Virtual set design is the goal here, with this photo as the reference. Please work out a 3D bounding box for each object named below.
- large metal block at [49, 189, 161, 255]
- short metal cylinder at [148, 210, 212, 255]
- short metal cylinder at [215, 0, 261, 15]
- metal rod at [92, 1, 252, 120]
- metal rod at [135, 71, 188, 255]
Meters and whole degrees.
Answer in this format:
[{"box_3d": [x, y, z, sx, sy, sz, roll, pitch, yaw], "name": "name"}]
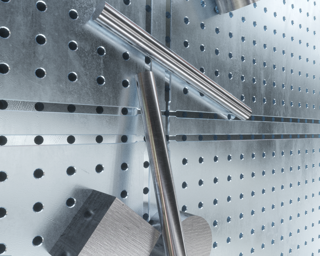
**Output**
[{"box_3d": [-0.058, 0.128, 0.344, 0.080, 0.050, 0.080, 48, 62, -29], "name": "large metal block"}, {"box_3d": [0.024, 0.152, 0.413, 0.081, 0.050, 0.080, 0, 90, -40], "name": "short metal cylinder"}, {"box_3d": [0.123, -0.214, 0.475, 0.081, 0.080, 0.050, -36, 112, -34], "name": "short metal cylinder"}, {"box_3d": [0.038, -0.079, 0.440, 0.301, 0.025, 0.025, 27, 73, -37], "name": "metal rod"}, {"box_3d": [0.007, 0.077, 0.368, 0.025, 0.025, 0.299, -2, 77, -40], "name": "metal rod"}]
